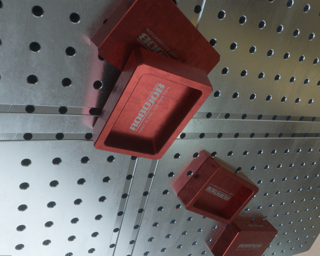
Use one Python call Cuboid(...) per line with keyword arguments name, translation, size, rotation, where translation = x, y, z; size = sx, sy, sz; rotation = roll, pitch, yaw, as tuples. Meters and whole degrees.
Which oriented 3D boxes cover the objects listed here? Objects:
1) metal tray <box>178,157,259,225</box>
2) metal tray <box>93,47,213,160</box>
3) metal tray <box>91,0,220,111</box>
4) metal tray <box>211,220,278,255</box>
Cuboid(name="metal tray", translation=(0.104, 0.113, 0.536), size=(0.131, 0.030, 0.090), rotation=(30, 101, -38))
Cuboid(name="metal tray", translation=(-0.013, -0.020, 0.356), size=(0.091, 0.030, 0.129), rotation=(14, 131, -27))
Cuboid(name="metal tray", translation=(0.000, -0.088, 0.355), size=(0.090, 0.030, 0.130), rotation=(-50, 129, 7))
Cuboid(name="metal tray", translation=(0.182, 0.243, 0.661), size=(0.131, 0.030, 0.089), rotation=(14, 111, -35))
